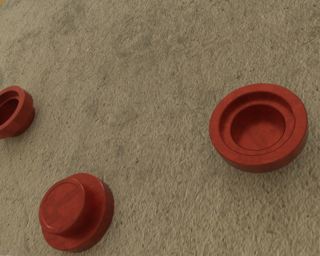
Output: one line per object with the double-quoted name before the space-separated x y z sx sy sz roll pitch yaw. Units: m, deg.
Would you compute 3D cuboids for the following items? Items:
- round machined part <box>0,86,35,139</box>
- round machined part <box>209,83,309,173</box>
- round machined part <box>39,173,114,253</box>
"round machined part" -0.261 -0.023 0.545 0.098 0.042 0.098 -13 56 21
"round machined part" 0.107 0.003 0.335 0.098 0.042 0.098 -13 56 21
"round machined part" -0.111 0.102 0.389 0.098 0.042 0.098 -13 56 21
